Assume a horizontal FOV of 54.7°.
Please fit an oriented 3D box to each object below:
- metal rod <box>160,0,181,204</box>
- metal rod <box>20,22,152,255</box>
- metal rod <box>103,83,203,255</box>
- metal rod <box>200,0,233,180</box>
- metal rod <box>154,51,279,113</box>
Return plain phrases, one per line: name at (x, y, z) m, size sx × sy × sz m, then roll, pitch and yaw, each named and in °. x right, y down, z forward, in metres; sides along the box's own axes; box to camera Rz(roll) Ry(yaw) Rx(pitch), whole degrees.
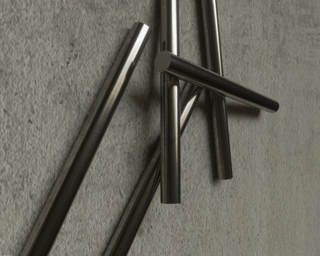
metal rod at (0.013, -0.057, 0.395) m, size 0.025 × 0.025 × 0.298 m, roll 6°, pitch 80°, yaw -40°
metal rod at (-0.076, 0.009, 0.340) m, size 0.025 × 0.025 × 0.300 m, roll 35°, pitch 69°, yaw -35°
metal rod at (-0.001, 0.044, 0.403) m, size 0.025 × 0.025 × 0.300 m, roll 40°, pitch 66°, yaw -33°
metal rod at (0.086, -0.069, 0.476) m, size 0.025 × 0.025 × 0.298 m, roll -11°, pitch 97°, yaw -40°
metal rod at (0.104, -0.057, 0.457) m, size 0.302 × 0.025 × 0.025 m, roll 10°, pitch 84°, yaw -47°
